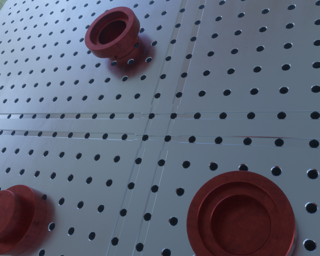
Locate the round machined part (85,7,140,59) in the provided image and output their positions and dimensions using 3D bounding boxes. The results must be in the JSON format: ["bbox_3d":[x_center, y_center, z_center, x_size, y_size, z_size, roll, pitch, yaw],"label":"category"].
[{"bbox_3d":[-0.077,-0.159,0.537,0.098,0.042,0.098,-13,56,21],"label":"round machined part"}]

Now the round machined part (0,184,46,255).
[{"bbox_3d":[-0.214,0.126,0.434,0.098,0.042,0.098,-13,56,21],"label":"round machined part"}]

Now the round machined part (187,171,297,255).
[{"bbox_3d":[0.079,0.094,0.299,0.098,0.042,0.098,-13,56,21],"label":"round machined part"}]
